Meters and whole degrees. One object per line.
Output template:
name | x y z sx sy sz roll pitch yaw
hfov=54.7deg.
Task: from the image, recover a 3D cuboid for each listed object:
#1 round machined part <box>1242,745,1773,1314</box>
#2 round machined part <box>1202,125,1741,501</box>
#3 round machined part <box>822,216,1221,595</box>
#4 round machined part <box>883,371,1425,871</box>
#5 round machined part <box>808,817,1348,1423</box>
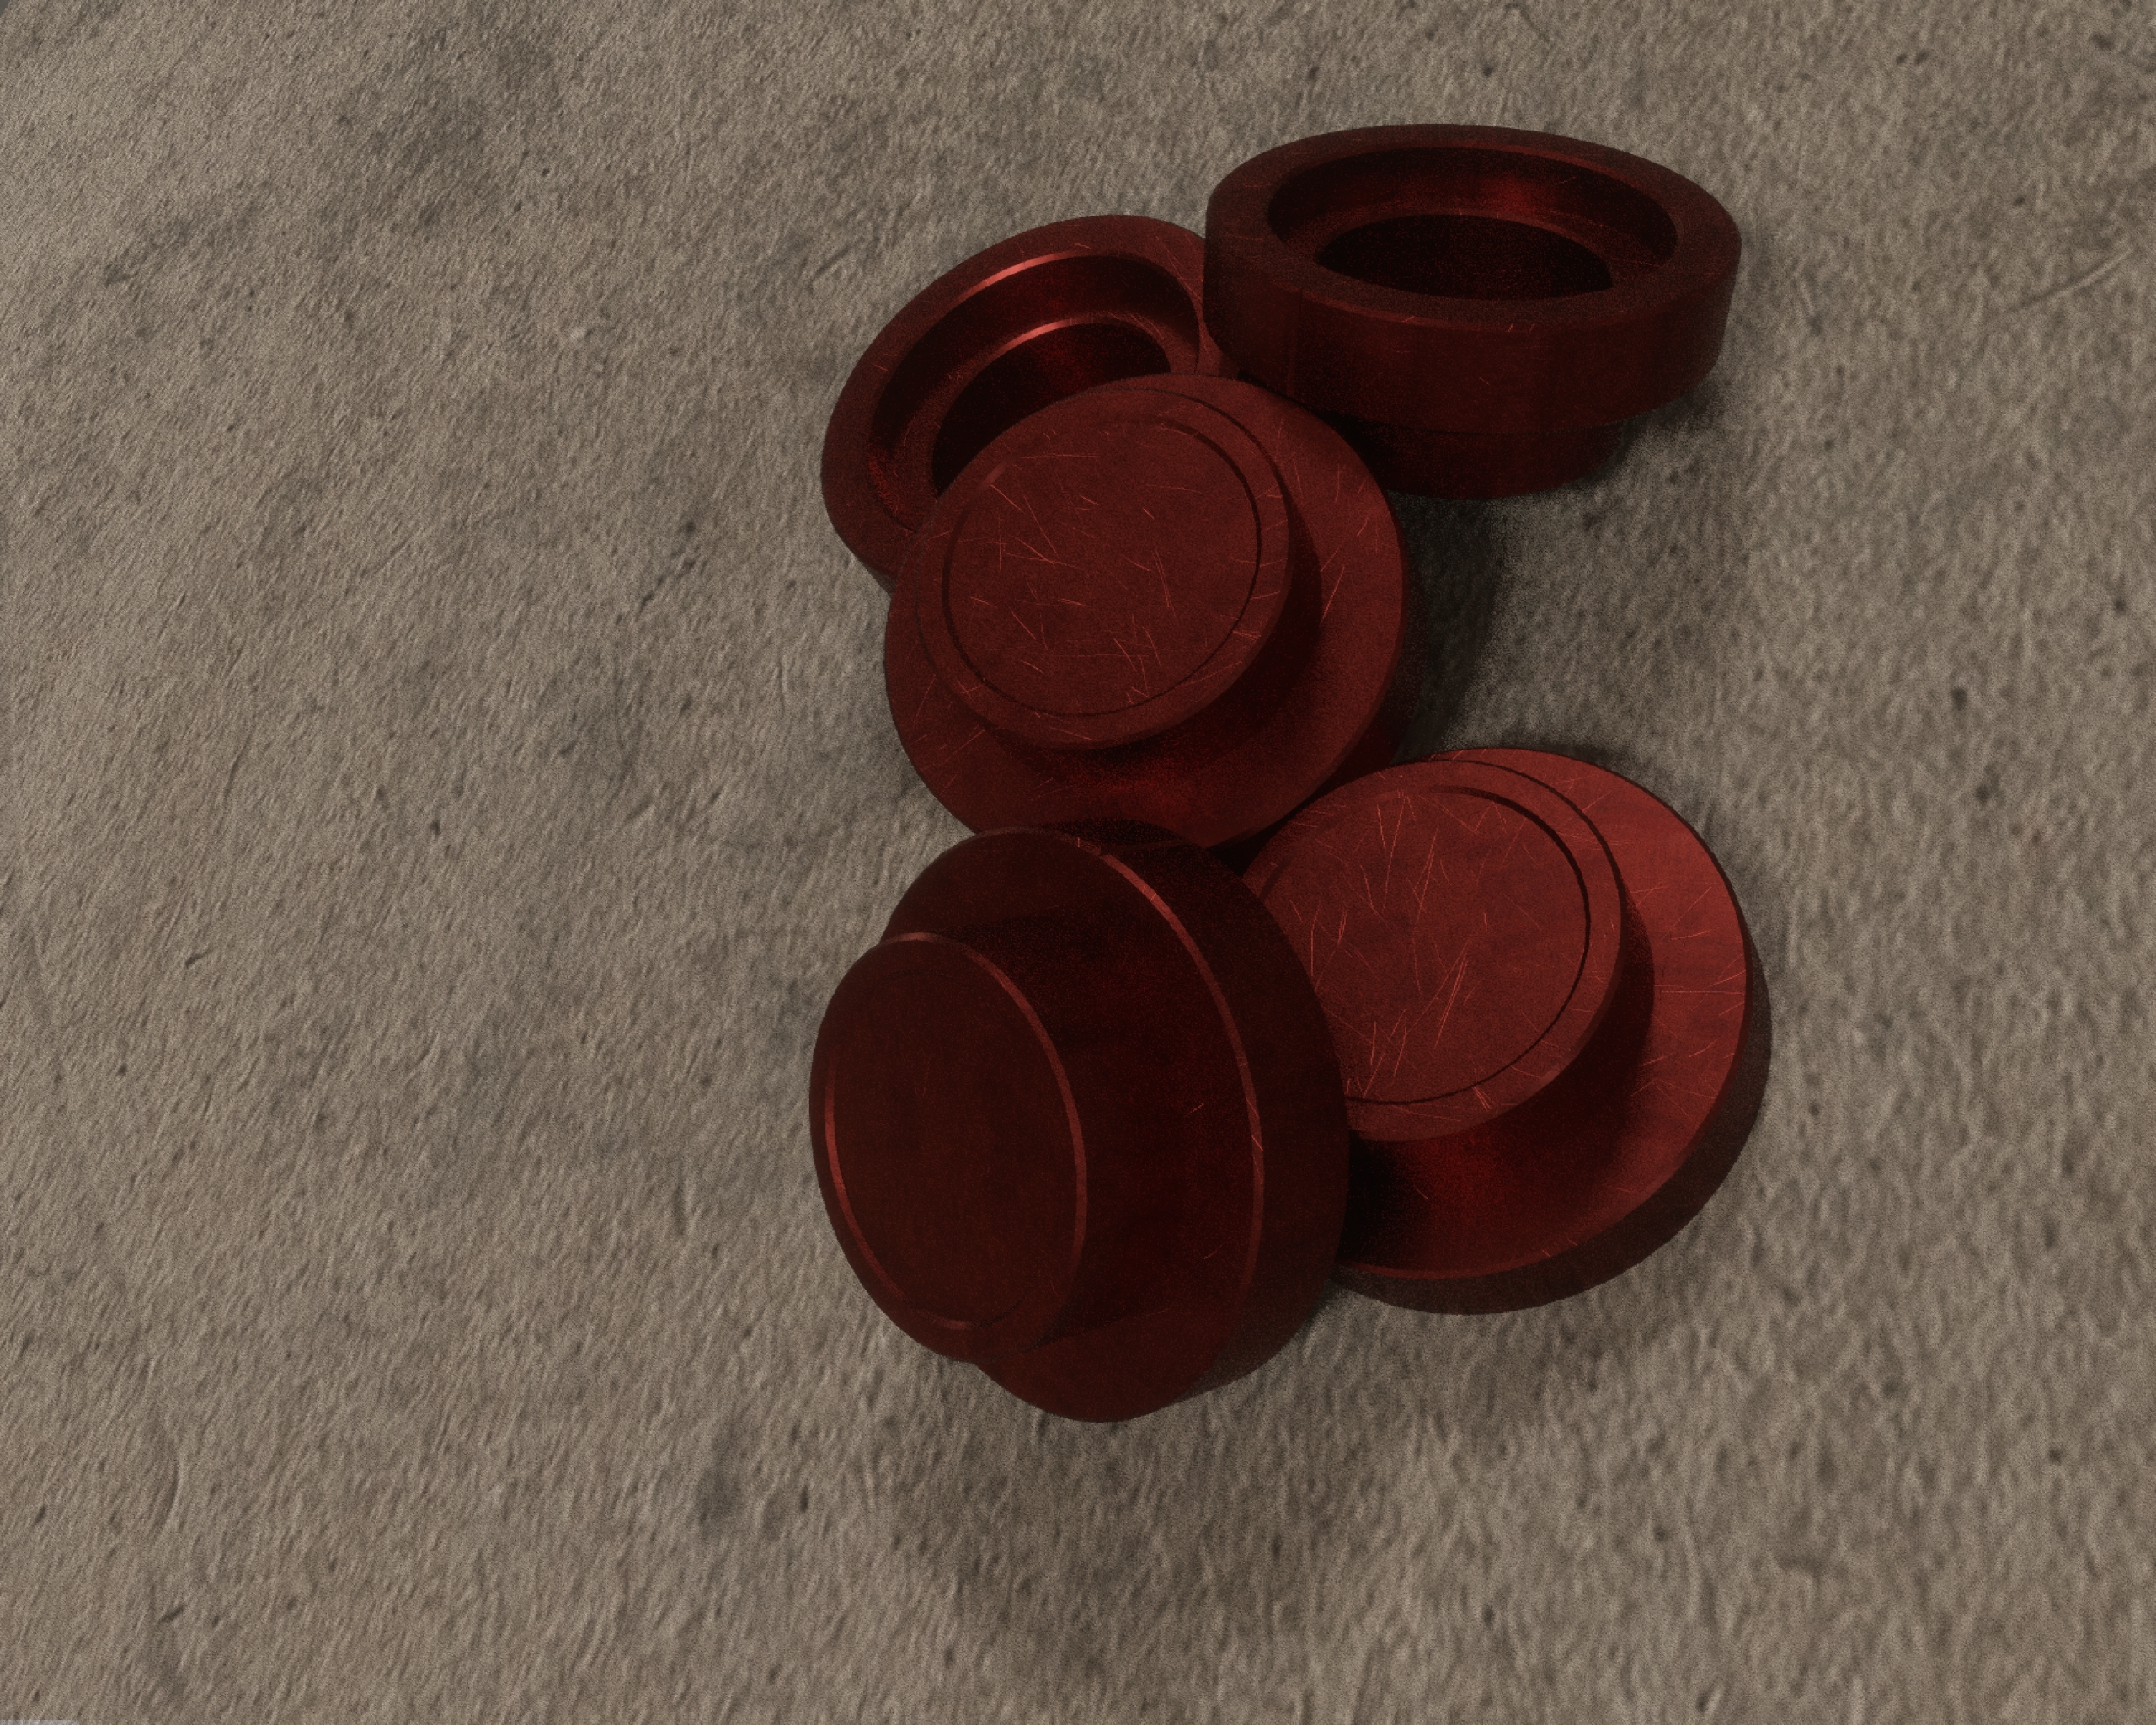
round machined part | 0.062 0.022 0.348 0.098 0.042 0.098 -13 56 20
round machined part | 0.073 -0.104 0.401 0.099 0.042 0.098 0 39 0
round machined part | -0.002 -0.087 0.448 0.098 0.042 0.098 -13 56 20
round machined part | 0.010 -0.045 0.373 0.098 0.042 0.098 -6 71 17
round machined part | -0.007 0.043 0.338 0.098 0.042 0.097 8 101 47
